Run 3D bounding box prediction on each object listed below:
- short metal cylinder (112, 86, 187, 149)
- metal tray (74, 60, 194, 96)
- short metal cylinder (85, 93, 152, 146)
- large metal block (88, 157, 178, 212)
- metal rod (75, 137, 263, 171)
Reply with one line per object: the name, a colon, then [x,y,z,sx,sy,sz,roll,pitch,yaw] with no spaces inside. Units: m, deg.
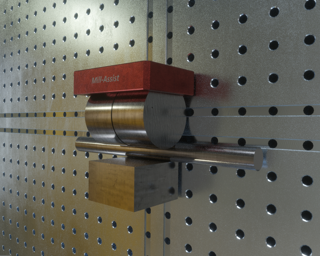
short metal cylinder: [-0.011,-0.016,0.379,0.050,0.081,0.079,2,92,40]
metal tray: [-0.034,-0.056,0.390,0.130,0.091,0.030,2,91,40]
short metal cylinder: [-0.051,-0.016,0.412,0.050,0.081,0.079,1,91,40]
large metal block: [-0.033,0.067,0.395,0.080,0.081,0.050,1,91,40]
metal rod: [-0.014,0.029,0.415,0.300,0.025,0.025,2,91,40]
